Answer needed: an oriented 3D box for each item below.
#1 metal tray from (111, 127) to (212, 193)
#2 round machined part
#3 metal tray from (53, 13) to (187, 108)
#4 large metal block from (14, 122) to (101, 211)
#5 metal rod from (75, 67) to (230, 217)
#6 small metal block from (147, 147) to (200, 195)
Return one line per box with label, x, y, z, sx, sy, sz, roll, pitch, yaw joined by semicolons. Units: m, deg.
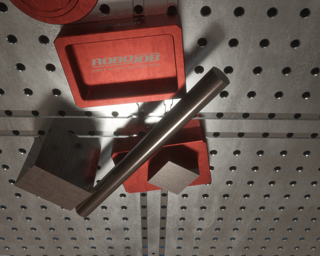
metal tray;0.005;0.049;0.451;0.131;0.030;0.090;-8;130;6
round machined part;-0.102;-0.140;0.280;0.099;0.042;0.097;-1;130;0
metal tray;-0.039;-0.072;0.346;0.131;0.030;0.089;-5;130;4
large metal block;-0.133;0.052;0.418;0.080;0.080;0.050;35;122;-26
metal rod;-0.027;0.035;0.401;0.025;0.025;0.299;30;124;-24
small metal block;0.018;0.060;0.423;0.050;0.025;0.050;27;125;-22
